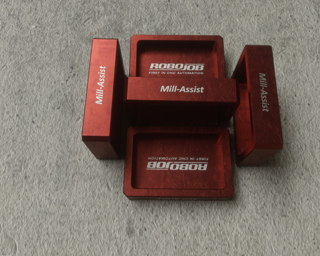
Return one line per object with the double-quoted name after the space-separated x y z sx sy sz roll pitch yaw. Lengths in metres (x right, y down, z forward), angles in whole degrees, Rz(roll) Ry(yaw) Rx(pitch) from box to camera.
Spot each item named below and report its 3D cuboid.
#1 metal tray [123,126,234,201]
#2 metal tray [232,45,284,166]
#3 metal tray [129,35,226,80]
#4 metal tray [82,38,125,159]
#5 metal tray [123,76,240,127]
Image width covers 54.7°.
0.022 0.044 0.392 0.131 0.030 0.090 1 69 0 "metal tray"
0.115 -0.025 0.384 0.030 0.090 0.130 1 70 1 "metal tray"
0.024 -0.085 0.438 0.131 0.030 0.090 0 73 0 "metal tray"
-0.066 -0.033 0.387 0.030 0.090 0.130 1 71 0 "metal tray"
0.025 -0.029 0.387 0.131 0.090 0.030 1 72 0 "metal tray"
